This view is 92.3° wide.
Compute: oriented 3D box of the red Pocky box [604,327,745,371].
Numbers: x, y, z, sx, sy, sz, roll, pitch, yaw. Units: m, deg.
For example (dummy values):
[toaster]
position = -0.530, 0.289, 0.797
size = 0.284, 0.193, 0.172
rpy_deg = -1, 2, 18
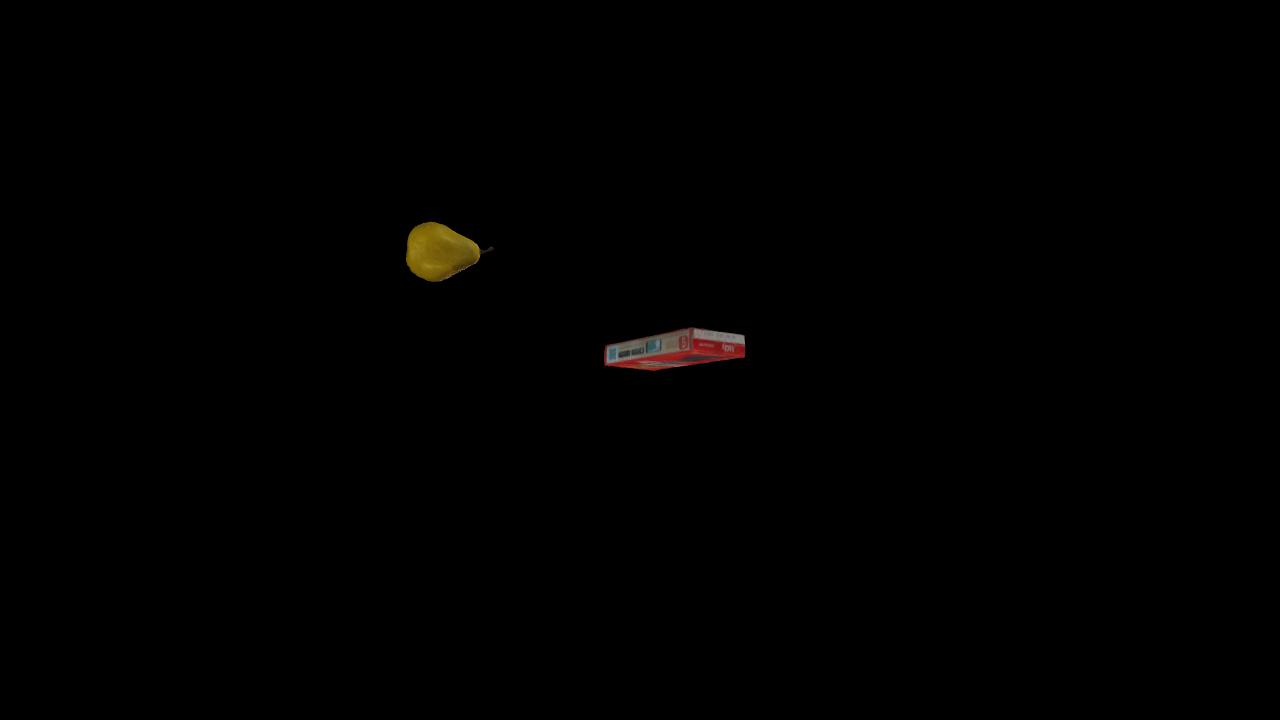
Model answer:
[red Pocky box]
position = 0.036, -0.010, 0.698
size = 0.083, 0.028, 0.155
rpy_deg = 4, -9, -39

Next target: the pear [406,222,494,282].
[pear]
position = -0.258, -0.143, 0.839
size = 0.111, 0.080, 0.080
rpy_deg = 8, -1, -10
